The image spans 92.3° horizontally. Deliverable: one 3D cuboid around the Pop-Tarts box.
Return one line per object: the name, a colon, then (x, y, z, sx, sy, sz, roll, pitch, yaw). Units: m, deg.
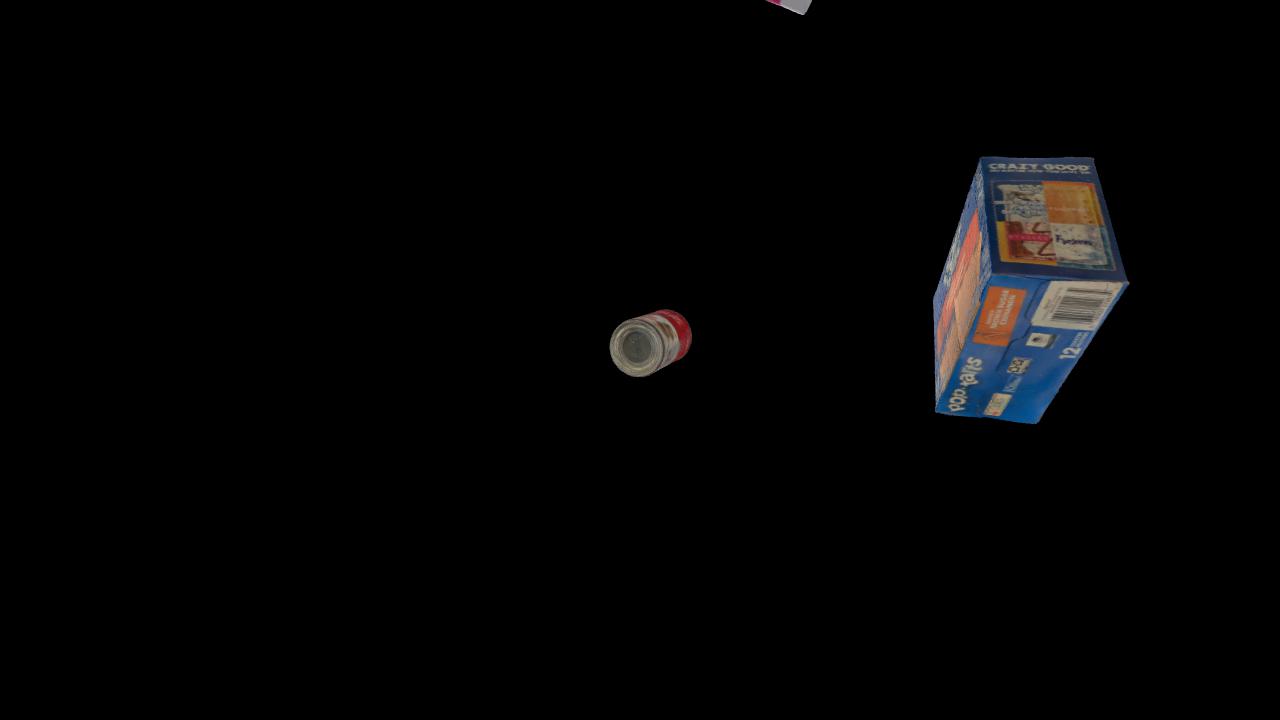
Pop-Tarts box: (0.300, -0.054, 0.500, 0.083, 0.141, 0.167, 8, -37, 15)

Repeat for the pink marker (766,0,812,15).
pink marker: (0.049, -0.243, 0.378, 0.121, 0.020, 0.020, 27, 5, 9)

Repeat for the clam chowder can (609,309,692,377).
clam chowder can: (0.014, -0.021, 0.723, 0.068, 0.068, 0.102, 0, 11, 22)
